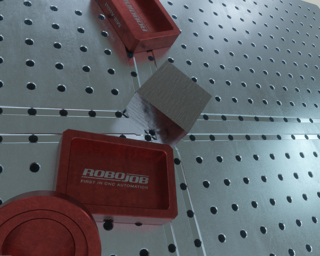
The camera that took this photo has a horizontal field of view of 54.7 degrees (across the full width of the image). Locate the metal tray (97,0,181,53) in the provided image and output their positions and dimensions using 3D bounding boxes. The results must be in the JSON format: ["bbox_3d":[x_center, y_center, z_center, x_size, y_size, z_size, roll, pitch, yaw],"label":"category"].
[{"bbox_3d":[-0.038,-0.186,0.497,0.091,0.030,0.130,-22,74,-36],"label":"metal tray"}]

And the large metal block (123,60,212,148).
[{"bbox_3d":[0.011,-0.032,0.417,0.080,0.050,0.080,38,51,-2],"label":"large metal block"}]

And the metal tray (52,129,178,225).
[{"bbox_3d":[-0.047,0.056,0.344,0.131,0.030,0.090,11,57,-23],"label":"metal tray"}]

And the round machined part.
[{"bbox_3d":[-0.102,0.101,0.263,0.099,0.042,0.097,-1,92,-16],"label":"round machined part"}]
